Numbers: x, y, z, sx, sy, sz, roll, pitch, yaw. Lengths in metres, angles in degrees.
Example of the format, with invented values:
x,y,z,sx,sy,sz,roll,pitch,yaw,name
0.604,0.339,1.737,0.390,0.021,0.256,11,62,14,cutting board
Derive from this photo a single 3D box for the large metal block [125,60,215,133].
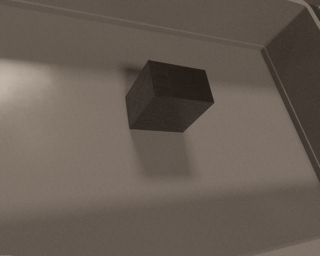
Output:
x,y,z,sx,sy,sz,roll,pitch,yaw,name
0.009,-0.036,0.399,0.081,0.080,0.050,4,60,-27,large metal block
